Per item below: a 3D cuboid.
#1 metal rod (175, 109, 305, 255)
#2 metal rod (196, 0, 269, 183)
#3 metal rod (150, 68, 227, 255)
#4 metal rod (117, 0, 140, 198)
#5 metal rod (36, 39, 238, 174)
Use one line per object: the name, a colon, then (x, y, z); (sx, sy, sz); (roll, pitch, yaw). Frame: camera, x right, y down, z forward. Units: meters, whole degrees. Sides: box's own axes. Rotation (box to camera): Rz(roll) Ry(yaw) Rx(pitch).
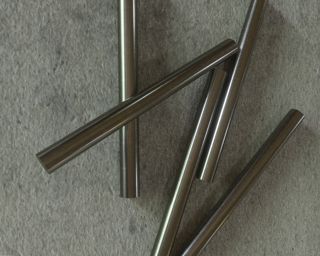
metal rod: (0.119, 0.086, 0.454); (0.025, 0.025, 0.301); (46, 75, -15)
metal rod: (0.109, -0.067, 0.450); (0.025, 0.025, 0.299); (21, 83, -19)
metal rod: (0.036, 0.061, 0.423); (0.025, 0.025, 0.299); (21, 83, -19)
metal rod: (-0.040, -0.062, 0.394); (0.025, 0.025, 0.298); (-1, 90, -20)
metal rod: (-0.009, -0.040, 0.383); (0.302, 0.025, 0.025); (-35, 102, -26)
